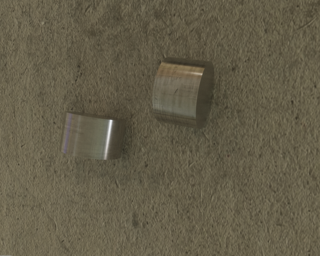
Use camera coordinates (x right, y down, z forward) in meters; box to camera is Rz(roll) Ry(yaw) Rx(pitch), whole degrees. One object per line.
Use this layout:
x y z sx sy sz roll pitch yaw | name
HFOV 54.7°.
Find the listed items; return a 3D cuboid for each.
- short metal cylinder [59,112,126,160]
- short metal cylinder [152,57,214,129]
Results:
-0.088 0.009 0.411 0.080 0.080 0.050 11 94 19 | short metal cylinder
0.030 -0.042 0.369 0.050 0.080 0.079 11 94 19 | short metal cylinder
